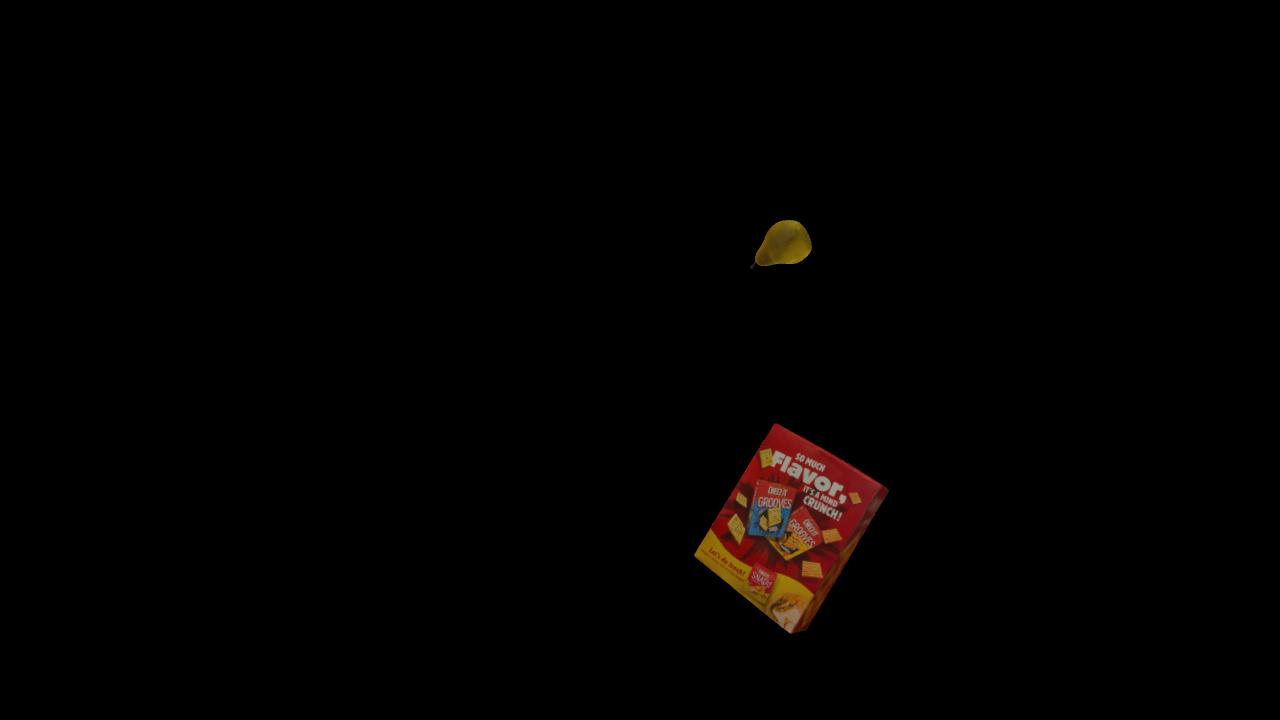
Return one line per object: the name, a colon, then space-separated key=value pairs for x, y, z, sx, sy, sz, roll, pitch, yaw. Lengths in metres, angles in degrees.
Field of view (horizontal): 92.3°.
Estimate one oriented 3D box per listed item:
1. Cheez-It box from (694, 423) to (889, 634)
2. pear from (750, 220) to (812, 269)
Cheez-It box: x=0.201 y=0.222 z=0.832 sx=0.166 sy=0.223 sz=0.071 roll=31 pitch=1 yaw=35
pear: x=0.224 y=-0.184 z=1.020 sx=0.111 sy=0.080 sz=0.080 roll=-23 pitch=-11 yaw=27
